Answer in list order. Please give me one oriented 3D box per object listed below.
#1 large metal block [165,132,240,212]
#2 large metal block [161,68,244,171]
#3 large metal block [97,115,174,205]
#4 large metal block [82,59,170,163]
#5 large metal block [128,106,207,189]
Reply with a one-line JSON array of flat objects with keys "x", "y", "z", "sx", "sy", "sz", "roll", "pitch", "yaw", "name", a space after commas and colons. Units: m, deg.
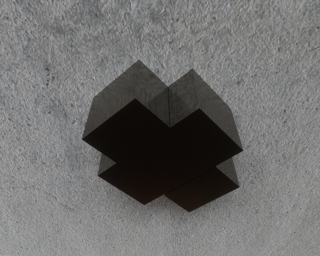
[{"x": 0.052, "y": 0.054, "z": 0.420, "sx": 0.080, "sy": 0.080, "sz": 0.050, "roll": -34, "pitch": 122, "yaw": 25, "name": "large metal block"}, {"x": 0.047, "y": -0.010, "z": 0.365, "sx": 0.050, "sy": 0.080, "sz": 0.080, "roll": -35, "pitch": 122, "yaw": 25, "name": "large metal block"}, {"x": -0.029, "y": 0.041, "z": 0.408, "sx": 0.050, "sy": 0.080, "sz": 0.080, "roll": -35, "pitch": 122, "yaw": 25, "name": "large metal block"}, {"x": -0.037, "y": -0.020, "z": 0.356, "sx": 0.080, "sy": 0.080, "sz": 0.050, "roll": -34, "pitch": 122, "yaw": 25, "name": "large metal block"}, {"x": 0.009, "y": 0.015, "z": 0.387, "sx": 0.050, "sy": 0.080, "sz": 0.080, "roll": -35, "pitch": 122, "yaw": 25, "name": "large metal block"}]
